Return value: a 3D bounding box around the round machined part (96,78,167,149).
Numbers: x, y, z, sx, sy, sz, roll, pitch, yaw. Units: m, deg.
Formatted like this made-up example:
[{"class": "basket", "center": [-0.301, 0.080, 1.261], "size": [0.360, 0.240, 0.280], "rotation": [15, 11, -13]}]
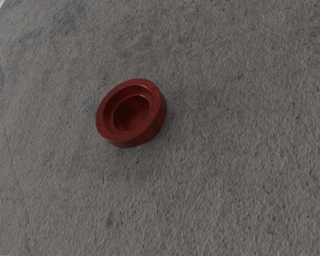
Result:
[{"class": "round machined part", "center": [-0.035, -0.016, 0.422], "size": [0.098, 0.042, 0.098], "rotation": [-13, 56, 21]}]
